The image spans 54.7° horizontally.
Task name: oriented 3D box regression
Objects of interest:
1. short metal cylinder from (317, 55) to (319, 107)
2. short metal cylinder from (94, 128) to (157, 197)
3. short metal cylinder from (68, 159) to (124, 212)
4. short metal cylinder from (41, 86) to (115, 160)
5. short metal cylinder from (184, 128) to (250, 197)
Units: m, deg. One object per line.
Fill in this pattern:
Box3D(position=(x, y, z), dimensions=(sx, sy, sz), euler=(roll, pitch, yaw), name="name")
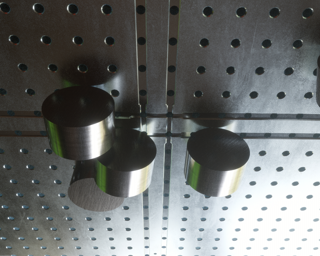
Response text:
Box3D(position=(0.213, -0.052, 0.333), dimensions=(0.080, 0.080, 0.050), euler=(-13, 129, 10), name="short metal cylinder")
Box3D(position=(-0.047, 0.045, 0.413), dimensions=(0.081, 0.080, 0.050), euler=(6, 130, -5), name="short metal cylinder")
Box3D(position=(-0.091, 0.081, 0.462), dimensions=(0.080, 0.050, 0.079), euler=(0, 131, 0), name="short metal cylinder")
Box3D(position=(-0.094, -0.008, 0.368), dimensions=(0.081, 0.080, 0.050), euler=(3, 130, -3), name="short metal cylinder")
Box3D(position=(0.074, 0.044, 0.414), dimensions=(0.081, 0.080, 0.050), euler=(1, 130, -1), name="short metal cylinder")
